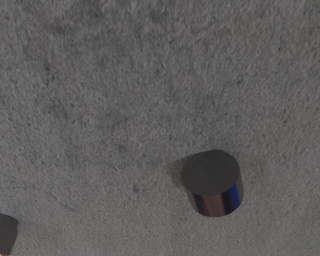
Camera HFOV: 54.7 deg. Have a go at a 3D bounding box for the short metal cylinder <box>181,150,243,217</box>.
[{"bbox_3d":[0.075,0.078,0.439,0.080,0.080,0.050,-12,129,10],"label":"short metal cylinder"}]

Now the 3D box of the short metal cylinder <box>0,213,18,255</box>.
[{"bbox_3d":[-0.293,0.194,0.532,0.081,0.080,0.050,19,127,-16],"label":"short metal cylinder"}]
